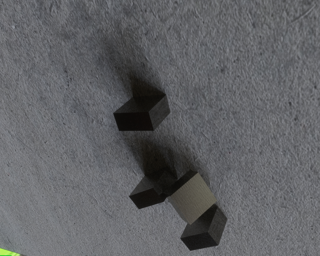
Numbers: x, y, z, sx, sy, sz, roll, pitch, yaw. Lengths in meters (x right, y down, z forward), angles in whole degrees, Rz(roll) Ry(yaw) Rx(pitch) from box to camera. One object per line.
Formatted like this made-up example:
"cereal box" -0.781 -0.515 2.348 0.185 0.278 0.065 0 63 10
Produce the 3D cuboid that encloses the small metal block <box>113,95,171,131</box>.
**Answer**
"small metal block" -0.022 -0.019 0.390 0.050 0.050 0.025 0 118 28

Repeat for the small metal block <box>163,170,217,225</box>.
"small metal block" 0.041 0.094 0.424 0.050 0.050 0.025 56 163 -12

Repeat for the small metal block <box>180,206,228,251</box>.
"small metal block" 0.064 0.145 0.447 0.050 0.050 0.025 -29 102 37

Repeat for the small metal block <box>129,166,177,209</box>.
"small metal block" -0.009 0.087 0.449 0.050 0.050 0.025 -27 104 37
